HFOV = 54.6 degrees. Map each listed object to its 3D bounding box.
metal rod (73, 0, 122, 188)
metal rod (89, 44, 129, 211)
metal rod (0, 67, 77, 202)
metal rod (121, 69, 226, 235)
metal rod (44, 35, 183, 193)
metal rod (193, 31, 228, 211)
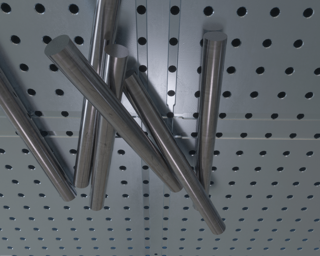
[{"bbox_3d":[-0.084,-0.026,0.388,0.025,0.025,0.298,11,129,-10],"label":"metal rod"},{"bbox_3d":[-0.075,0.025,0.416,0.025,0.025,0.298,9,134,-8],"label":"metal rod"},{"bbox_3d":[-0.177,-0.002,0.408,0.025,0.025,0.299,-9,130,8],"label":"metal rod"},{"bbox_3d":[0.028,0.051,0.432,0.025,0.025,0.299,-21,120,17],"label":"metal rod"},{"bbox_3d":[-0.031,0.010,0.376,0.025,0.025,0.300,-18,141,15],"label":"metal rod"},{"bbox_3d":[0.063,0.016,0.425,0.025,0.025,0.298,-1,130,1],"label":"metal rod"}]
